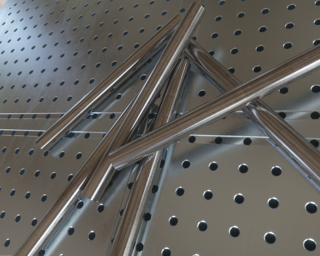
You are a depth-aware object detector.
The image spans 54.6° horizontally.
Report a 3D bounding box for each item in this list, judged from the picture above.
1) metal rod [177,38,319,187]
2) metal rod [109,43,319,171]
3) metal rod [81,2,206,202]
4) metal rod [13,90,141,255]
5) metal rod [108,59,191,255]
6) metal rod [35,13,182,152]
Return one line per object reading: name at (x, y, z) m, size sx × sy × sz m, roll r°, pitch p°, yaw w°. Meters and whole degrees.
metal rod at (0.099, -0.041, 0.382) m, size 0.025 × 0.025 × 0.300 m, roll -38°, pitch 51°, yaw 3°
metal rod at (0.076, -0.027, 0.352) m, size 0.300 × 0.025 × 0.025 m, roll -27°, pitch 52°, yaw 11°
metal rod at (-0.019, -0.040, 0.421) m, size 0.025 × 0.025 × 0.299 m, roll 24°, pitch 81°, yaw 36°
metal rod at (-0.107, 0.072, 0.421) m, size 0.025 × 0.025 × 0.300 m, roll 28°, pitch 77°, yaw 37°
metal rod at (-0.011, 0.039, 0.390) m, size 0.025 × 0.025 × 0.300 m, roll 4°, pitch 64°, yaw 30°
metal rod at (-0.077, -0.073, 0.494) m, size 0.300 × 0.025 × 0.025 m, roll -42°, pitch 51°, yaw -1°
